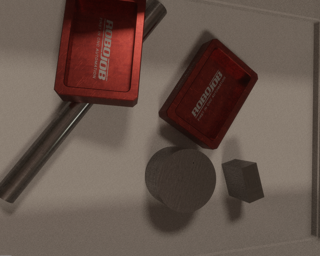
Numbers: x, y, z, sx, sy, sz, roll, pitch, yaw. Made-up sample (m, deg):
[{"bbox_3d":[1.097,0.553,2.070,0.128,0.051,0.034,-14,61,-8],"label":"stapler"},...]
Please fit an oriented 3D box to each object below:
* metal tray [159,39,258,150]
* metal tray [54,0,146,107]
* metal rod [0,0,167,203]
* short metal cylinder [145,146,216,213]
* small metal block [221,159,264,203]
[{"bbox_3d":[0.070,-0.046,0.434,0.090,0.030,0.130,36,78,-17],"label":"metal tray"},{"bbox_3d":[-0.066,-0.094,0.361,0.091,0.030,0.129,5,79,-6],"label":"metal tray"},{"bbox_3d":[-0.088,-0.041,0.378,0.025,0.025,0.300,40,77,-16],"label":"metal rod"},{"bbox_3d":[0.026,0.065,0.408,0.081,0.050,0.079,0,90,-21],"label":"short metal cylinder"},{"bbox_3d":[0.117,0.074,0.442,0.025,0.050,0.050,-16,96,-20],"label":"small metal block"}]
